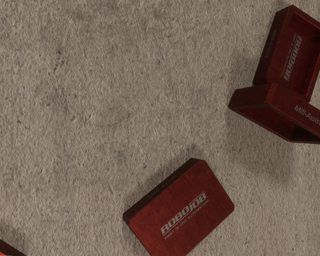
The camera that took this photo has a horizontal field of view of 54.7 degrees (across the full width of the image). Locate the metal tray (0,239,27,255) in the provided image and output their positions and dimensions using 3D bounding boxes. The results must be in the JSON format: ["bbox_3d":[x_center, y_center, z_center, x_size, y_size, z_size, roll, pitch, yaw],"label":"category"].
[{"bbox_3d":[-0.222,0.146,0.324,0.130,0.030,0.090,42,77,-16],"label":"metal tray"}]

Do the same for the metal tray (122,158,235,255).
[{"bbox_3d":[0.028,0.113,0.418,0.131,0.030,0.090,-37,102,-17],"label":"metal tray"}]

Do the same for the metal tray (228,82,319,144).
[{"bbox_3d":[0.176,-0.017,0.441,0.131,0.090,0.030,26,82,-19],"label":"metal tray"}]

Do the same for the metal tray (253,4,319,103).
[{"bbox_3d":[0.208,-0.112,0.484,0.091,0.030,0.130,23,82,-19],"label":"metal tray"}]
